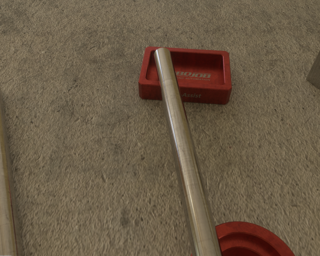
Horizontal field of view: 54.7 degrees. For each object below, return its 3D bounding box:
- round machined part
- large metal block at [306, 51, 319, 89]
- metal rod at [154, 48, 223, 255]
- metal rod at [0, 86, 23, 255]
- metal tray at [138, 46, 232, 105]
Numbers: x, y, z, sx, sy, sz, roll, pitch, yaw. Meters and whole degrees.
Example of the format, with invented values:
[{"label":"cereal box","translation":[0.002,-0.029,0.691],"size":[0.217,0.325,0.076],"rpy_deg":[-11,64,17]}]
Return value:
[{"label":"round machined part","translation":[0.073,0.139,0.277],"size":[0.099,0.042,0.098],"rpy_deg":[0,50,0]},{"label":"large metal block","translation":[0.271,-0.084,0.442],"size":[0.050,0.080,0.080],"rpy_deg":[-24,54,-19]},{"label":"metal rod","translation":[0.022,0.001,0.355],"size":[0.025,0.025,0.300],"rpy_deg":[-5,47,-5]},{"label":"metal rod","translation":[-0.185,0.051,0.357],"size":[0.025,0.025,0.300],"rpy_deg":[-18,52,-15]},{"label":"metal tray","translation":[0.038,-0.081,0.468],"size":[0.131,0.030,0.090],"rpy_deg":[4,50,3]}]
